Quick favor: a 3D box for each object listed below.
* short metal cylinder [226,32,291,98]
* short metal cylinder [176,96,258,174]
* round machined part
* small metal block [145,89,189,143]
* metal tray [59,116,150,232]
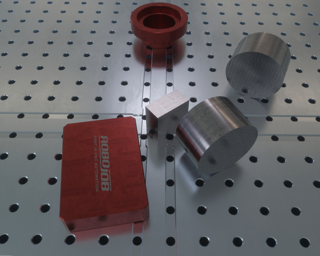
[{"bbox_3d":[0.142,-0.090,0.448,0.080,0.080,0.050,20,53,16],"label":"short metal cylinder"},{"bbox_3d":[0.066,0.009,0.365,0.081,0.080,0.050,-22,54,-17],"label":"short metal cylinder"},{"bbox_3d":[-0.001,-0.177,0.545,0.099,0.042,0.098,0,50,0],"label":"round machined part"},{"bbox_3d":[0.009,-0.015,0.404,0.050,0.050,0.025,-31,57,-23],"label":"small metal block"},{"bbox_3d":[-0.066,0.048,0.364,0.091,0.030,0.130,-7,50,-6],"label":"metal tray"}]
